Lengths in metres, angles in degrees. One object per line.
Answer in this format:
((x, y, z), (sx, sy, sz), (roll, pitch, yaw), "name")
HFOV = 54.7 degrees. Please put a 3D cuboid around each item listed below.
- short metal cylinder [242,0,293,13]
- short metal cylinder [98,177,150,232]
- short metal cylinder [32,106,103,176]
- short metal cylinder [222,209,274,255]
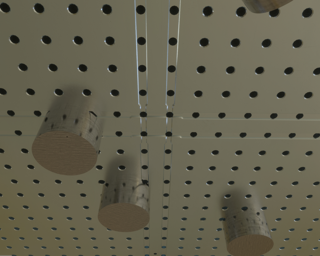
((0.093, -0.143, 0.254), (0.080, 0.080, 0.050), (-35, 122, 26), "short metal cylinder")
((-0.056, 0.124, 0.500), (0.081, 0.050, 0.079), (0, 130, 0), "short metal cylinder")
((-0.120, 0.017, 0.409), (0.081, 0.050, 0.079), (0, 130, 0), "short metal cylinder")
((0.157, 0.191, 0.559), (0.081, 0.050, 0.079), (0, 130, 0), "short metal cylinder")
